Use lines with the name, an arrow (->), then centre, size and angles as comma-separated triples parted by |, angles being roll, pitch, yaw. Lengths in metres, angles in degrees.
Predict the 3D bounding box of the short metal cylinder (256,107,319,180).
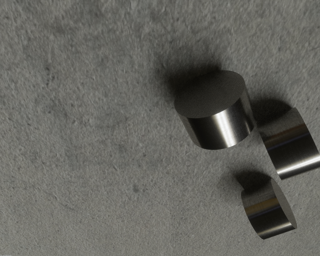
short metal cylinder -> 0.162, 0.020, 0.391 | 0.050, 0.080, 0.080 | -24, 126, 19

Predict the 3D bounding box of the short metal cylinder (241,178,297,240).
short metal cylinder -> 0.169, 0.125, 0.480 | 0.050, 0.080, 0.080 | -29, 125, 22

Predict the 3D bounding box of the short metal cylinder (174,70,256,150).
short metal cylinder -> 0.063, -0.021, 0.354 | 0.080, 0.080, 0.050 | -19, 128, 15
